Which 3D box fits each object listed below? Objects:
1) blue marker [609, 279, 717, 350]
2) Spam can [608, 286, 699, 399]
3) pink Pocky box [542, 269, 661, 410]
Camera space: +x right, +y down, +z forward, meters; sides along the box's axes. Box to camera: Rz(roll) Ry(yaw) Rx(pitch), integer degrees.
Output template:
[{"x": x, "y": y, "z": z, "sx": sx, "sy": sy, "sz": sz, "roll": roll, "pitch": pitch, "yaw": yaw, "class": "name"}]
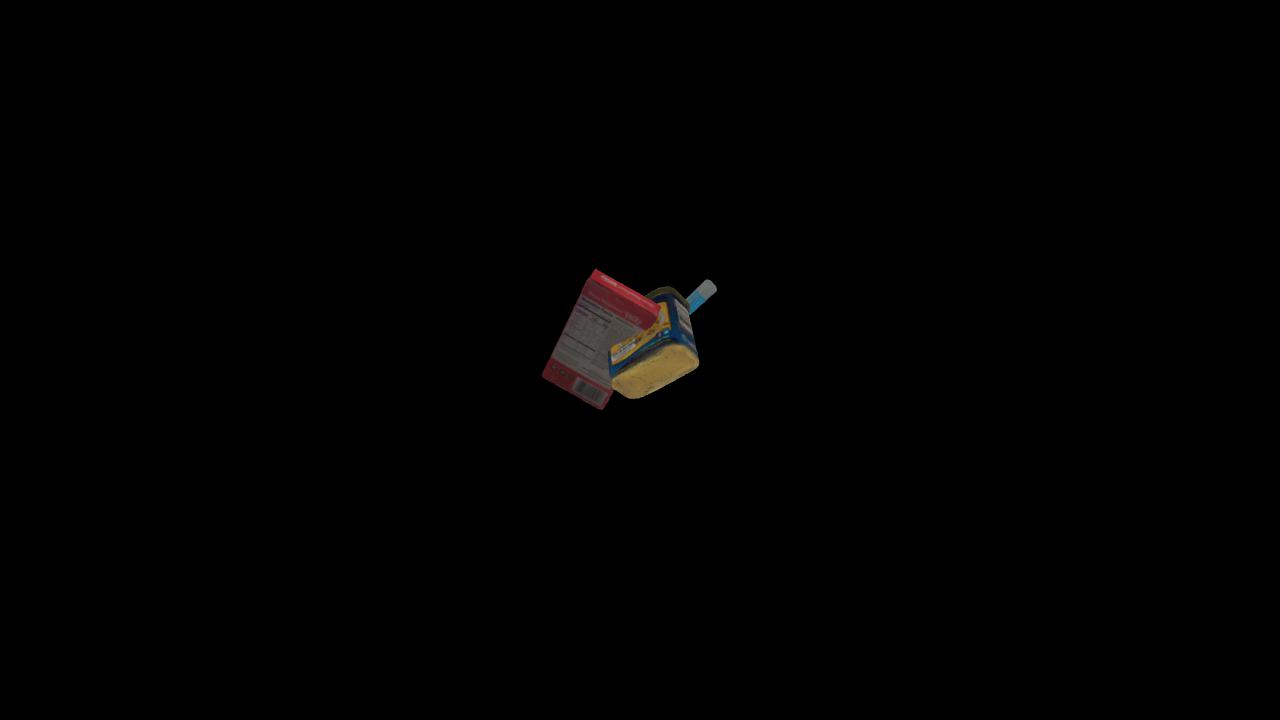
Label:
[{"x": 0.047, "y": -0.053, "z": 0.757, "sx": 0.020, "sy": 0.020, "sz": 0.121, "roll": 0, "pitch": -35, "yaw": -50, "class": "blue marker"}, {"x": 0.011, "y": -0.017, "z": 0.674, "sx": 0.101, "sy": 0.085, "sz": 0.058, "roll": -30, "pitch": -46, "yaw": 24, "class": "Spam can"}, {"x": -0.046, "y": -0.019, "z": 0.690, "sx": 0.084, "sy": 0.155, "sz": 0.029, "roll": 29, "pitch": 37, "yaw": -2, "class": "pink Pocky box"}]
